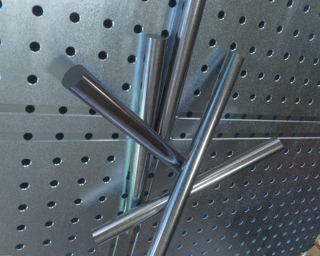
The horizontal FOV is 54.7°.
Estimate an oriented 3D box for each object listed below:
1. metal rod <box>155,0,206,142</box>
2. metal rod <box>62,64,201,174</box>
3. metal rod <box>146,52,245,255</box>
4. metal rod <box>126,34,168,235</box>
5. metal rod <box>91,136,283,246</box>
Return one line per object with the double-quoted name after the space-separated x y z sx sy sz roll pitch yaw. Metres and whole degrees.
0.033 -0.117 0.357 0.025 0.025 0.298 -1 119 -28 "metal rod"
-0.006 0.020 0.388 0.025 0.025 0.300 -44 140 2 "metal rod"
0.046 0.043 0.418 0.025 0.025 0.298 19 94 -36 "metal rod"
-0.024 0.028 0.416 0.025 0.025 0.298 -6 121 -26 "metal rod"
0.045 0.088 0.451 0.302 0.025 0.025 -25 128 -8 "metal rod"
